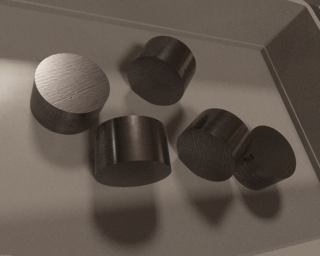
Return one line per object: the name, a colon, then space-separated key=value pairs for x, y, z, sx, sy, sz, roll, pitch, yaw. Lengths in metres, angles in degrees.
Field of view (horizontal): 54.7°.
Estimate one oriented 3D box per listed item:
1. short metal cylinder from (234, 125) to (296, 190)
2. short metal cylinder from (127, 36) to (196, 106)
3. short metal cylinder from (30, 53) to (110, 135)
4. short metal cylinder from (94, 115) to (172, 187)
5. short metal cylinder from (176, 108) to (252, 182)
short metal cylinder: x=0.145 y=0.043 z=0.444 sx=0.081 sy=0.050 sz=0.080 roll=14 pitch=56 yaw=-21
short metal cylinder: x=0.003 y=-0.077 z=0.420 sx=0.080 sy=0.080 sz=0.050 roll=34 pitch=51 yaw=-7
short metal cylinder: x=-0.104 y=-0.039 z=0.358 sx=0.081 sy=0.050 sz=0.080 roll=14 pitch=56 yaw=-21
short metal cylinder: x=-0.031 y=0.028 z=0.338 sx=0.081 sy=0.080 sz=0.050 roll=7 pitch=59 yaw=-25
short metal cylinder: x=0.069 y=0.022 z=0.396 sx=0.080 sy=0.080 sz=0.050 roll=44 pitch=51 yaw=2
